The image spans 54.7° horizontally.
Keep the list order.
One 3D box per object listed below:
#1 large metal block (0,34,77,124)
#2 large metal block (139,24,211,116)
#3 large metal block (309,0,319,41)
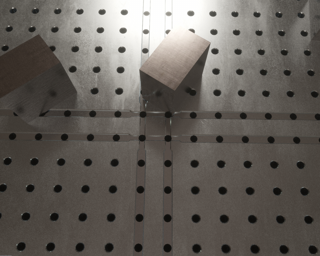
[{"bbox_3d":[-0.166,-0.061,0.403,0.080,0.080,0.050,-36,74,-12],"label":"large metal block"},{"bbox_3d":[0.019,-0.074,0.410,0.050,0.080,0.080,33,73,11],"label":"large metal block"},{"bbox_3d":[0.263,-0.183,0.453,0.050,0.080,0.080,7,70,2],"label":"large metal block"}]
